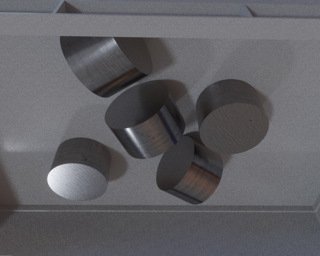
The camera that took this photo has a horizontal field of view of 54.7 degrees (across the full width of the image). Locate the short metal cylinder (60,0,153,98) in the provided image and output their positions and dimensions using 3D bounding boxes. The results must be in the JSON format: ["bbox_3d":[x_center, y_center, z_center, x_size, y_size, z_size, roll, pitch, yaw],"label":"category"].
[{"bbox_3d":[-0.050,-0.077,0.307,0.050,0.080,0.080,-26,126,20],"label":"short metal cylinder"}]

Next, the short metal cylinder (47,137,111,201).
[{"bbox_3d":[-0.112,0.060,0.442,0.081,0.050,0.079,0,130,0],"label":"short metal cylinder"}]

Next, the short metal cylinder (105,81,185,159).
[{"bbox_3d":[-0.017,-0.010,0.364,0.080,0.080,0.050,-19,128,15],"label":"short metal cylinder"}]

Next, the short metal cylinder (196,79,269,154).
[{"bbox_3d":[0.087,-0.013,0.383,0.081,0.050,0.079,0,130,0],"label":"short metal cylinder"}]

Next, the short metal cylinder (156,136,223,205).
[{"bbox_3d":[0.039,0.057,0.423,0.050,0.080,0.080,30,124,-23],"label":"short metal cylinder"}]
